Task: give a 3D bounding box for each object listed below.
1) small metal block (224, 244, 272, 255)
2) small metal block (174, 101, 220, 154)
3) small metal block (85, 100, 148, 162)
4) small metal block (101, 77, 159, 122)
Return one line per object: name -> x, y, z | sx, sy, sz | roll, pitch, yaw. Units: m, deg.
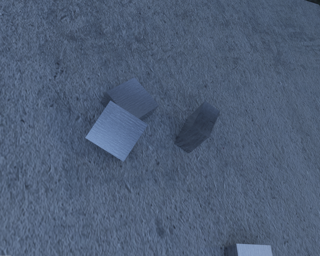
small metal block -> 0.106, 0.164, 0.360 | 0.050, 0.025, 0.050 | 12, 57, -22
small metal block -> 0.049, -0.001, 0.414 | 0.025, 0.050, 0.050 | 35, 51, -5
small metal block -> -0.050, 0.003, 0.359 | 0.050, 0.025, 0.050 | 33, 87, -7
small metal block -> -0.039, -0.031, 0.402 | 0.050, 0.025, 0.050 | 49, 51, 6
